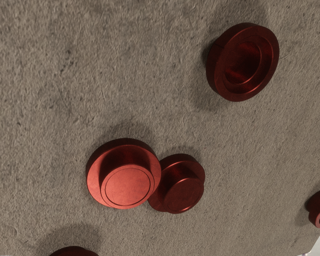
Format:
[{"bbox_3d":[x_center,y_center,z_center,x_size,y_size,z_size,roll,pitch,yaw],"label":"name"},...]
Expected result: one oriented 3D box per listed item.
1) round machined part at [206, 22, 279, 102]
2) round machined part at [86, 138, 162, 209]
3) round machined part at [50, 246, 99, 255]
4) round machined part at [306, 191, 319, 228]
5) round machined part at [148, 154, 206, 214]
[{"bbox_3d":[0.101,-0.086,0.399,0.099,0.042,0.097,-14,125,-21],"label":"round machined part"},{"bbox_3d":[-0.045,0.066,0.401,0.099,0.042,0.097,-7,116,-14],"label":"round machined part"},{"bbox_3d":[-0.134,0.214,0.456,0.099,0.042,0.097,-14,125,-21],"label":"round machined part"},{"bbox_3d":[0.384,0.183,0.724,0.099,0.042,0.097,-14,125,-21],"label":"round machined part"},{"bbox_3d":[0.027,0.091,0.469,0.099,0.042,0.097,-14,125,-21],"label":"round machined part"}]
